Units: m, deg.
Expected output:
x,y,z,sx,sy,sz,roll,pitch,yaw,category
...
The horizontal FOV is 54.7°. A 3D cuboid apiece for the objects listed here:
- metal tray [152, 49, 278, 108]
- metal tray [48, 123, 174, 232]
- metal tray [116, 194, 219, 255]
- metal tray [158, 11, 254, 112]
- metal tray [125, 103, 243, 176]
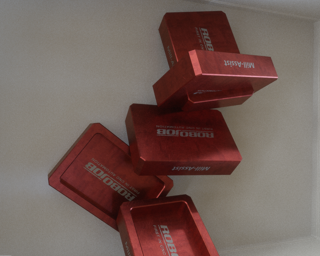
x,y,z,sx,sy,sz,roll,pitch,yaw,category
0.069,-0.057,0.386,0.131,0.090,0.030,-4,72,-33,metal tray
-0.059,0.066,0.386,0.130,0.030,0.090,40,77,-16,metal tray
0.012,0.136,0.333,0.091,0.130,0.030,-2,131,-23,metal tray
0.058,-0.090,0.405,0.091,0.030,0.129,-9,72,-18,metal tray
0.028,0.014,0.391,0.131,0.030,0.090,3,47,-20,metal tray
